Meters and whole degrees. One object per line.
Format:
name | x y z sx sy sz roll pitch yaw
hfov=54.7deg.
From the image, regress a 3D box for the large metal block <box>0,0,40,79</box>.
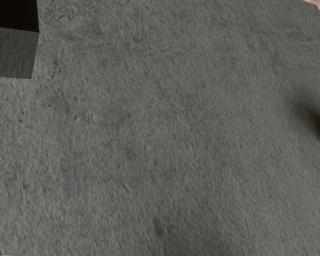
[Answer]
large metal block | -0.169 -0.112 0.346 0.050 0.080 0.080 0 62 -29
